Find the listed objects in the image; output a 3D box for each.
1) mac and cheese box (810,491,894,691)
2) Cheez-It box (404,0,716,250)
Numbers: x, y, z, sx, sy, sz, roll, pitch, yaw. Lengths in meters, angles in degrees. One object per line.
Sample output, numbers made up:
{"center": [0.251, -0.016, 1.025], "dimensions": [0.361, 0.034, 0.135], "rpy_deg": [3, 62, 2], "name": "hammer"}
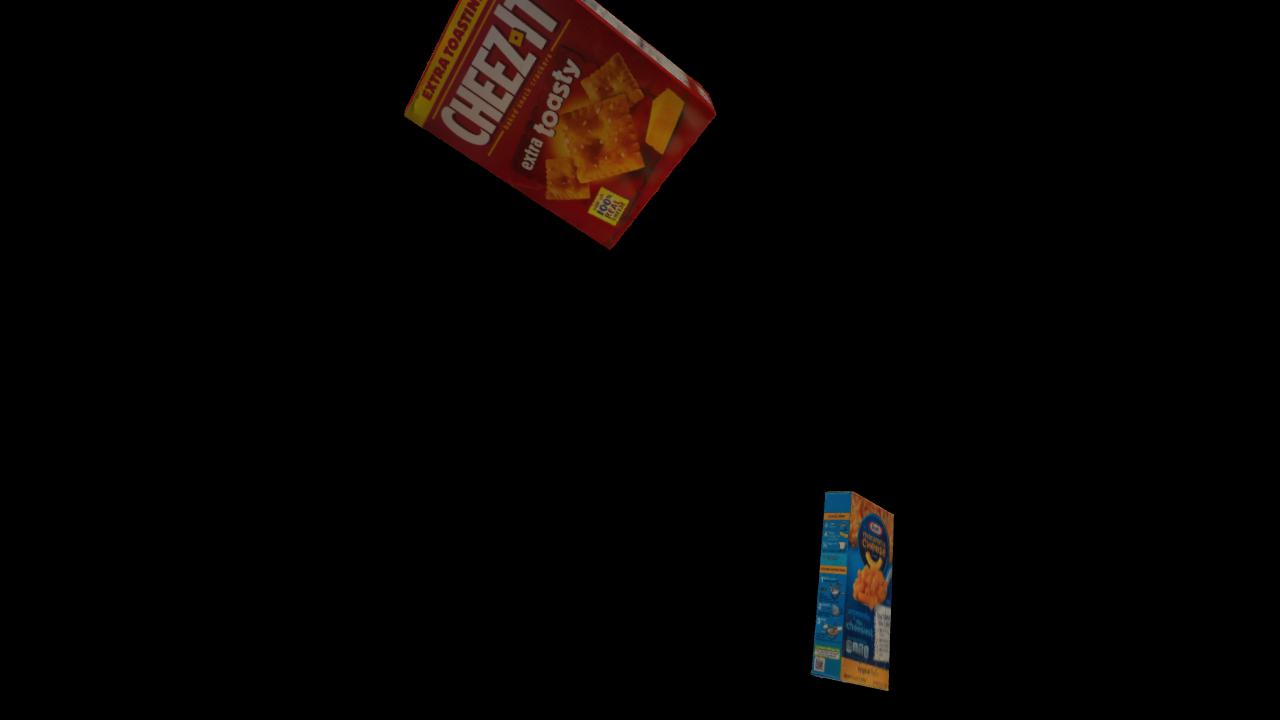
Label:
{"center": [0.228, 0.241, 0.651], "dimensions": [0.093, 0.184, 0.041], "rpy_deg": [29, -28, -33], "name": "mac and cheese box"}
{"center": [-0.068, -0.229, 0.551], "dimensions": [0.223, 0.166, 0.071], "rpy_deg": [30, 30, -22], "name": "Cheez-It box"}
